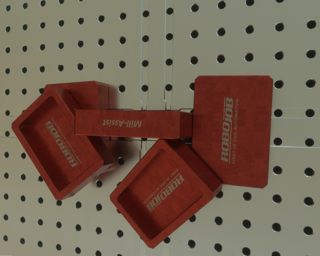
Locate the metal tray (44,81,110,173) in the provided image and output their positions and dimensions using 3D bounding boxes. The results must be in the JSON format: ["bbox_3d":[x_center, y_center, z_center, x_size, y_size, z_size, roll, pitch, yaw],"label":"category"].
[{"bbox_3d":[-0.121,0.000,0.451,0.090,0.030,0.129,-1,90,20],"label":"metal tray"}]

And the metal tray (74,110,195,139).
[{"bbox_3d":[-0.027,-0.005,0.386,0.130,0.090,0.030,2,91,19],"label":"metal tray"}]

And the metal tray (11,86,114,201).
[{"bbox_3d":[-0.134,0.020,0.422,0.090,0.030,0.130,-39,78,15],"label":"metal tray"}]

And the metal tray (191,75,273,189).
[{"bbox_3d":[0.087,0.003,0.378,0.090,0.030,0.129,3,91,19],"label":"metal tray"}]

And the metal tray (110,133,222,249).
[{"bbox_3d":[0.002,0.081,0.388,0.090,0.030,0.129,48,121,13],"label":"metal tray"}]
